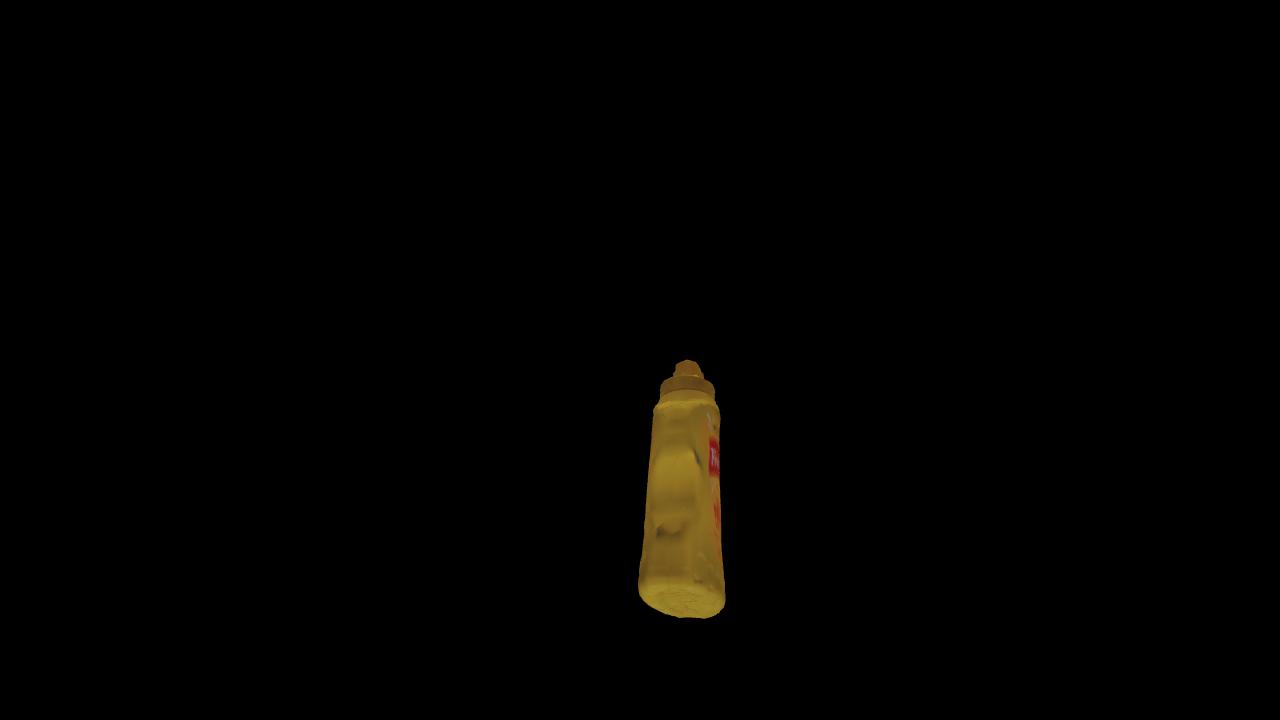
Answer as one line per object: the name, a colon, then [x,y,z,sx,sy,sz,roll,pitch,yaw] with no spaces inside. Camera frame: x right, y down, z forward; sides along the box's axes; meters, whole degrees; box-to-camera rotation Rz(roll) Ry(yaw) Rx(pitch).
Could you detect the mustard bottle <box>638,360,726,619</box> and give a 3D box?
mustard bottle: [0.032,0.079,0.440,0.054,0.184,0.092,-9,-36,18]
